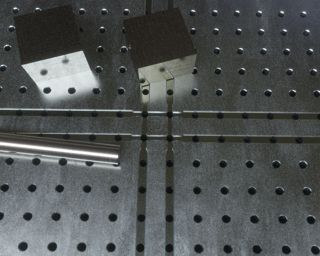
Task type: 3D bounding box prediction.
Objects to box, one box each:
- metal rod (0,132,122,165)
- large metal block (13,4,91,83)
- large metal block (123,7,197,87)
[{"bbox_3d":[-0.202,0.019,0.403,0.302,0.025,0.025,6,70,2],"label":"metal rod"},{"bbox_3d":[-0.152,-0.119,0.441,0.081,0.050,0.080,-15,71,-6],"label":"large metal block"},{"bbox_3d":[-0.001,-0.115,0.440,0.081,0.050,0.080,-15,71,-6],"label":"large metal block"}]
